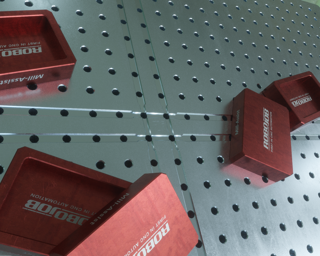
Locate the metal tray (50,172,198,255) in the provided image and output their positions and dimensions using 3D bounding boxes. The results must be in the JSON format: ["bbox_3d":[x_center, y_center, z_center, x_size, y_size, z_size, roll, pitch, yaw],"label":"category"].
[{"bbox_3d":[-0.026,0.114,0.299,0.131,0.030,0.090,-36,104,-39],"label":"metal tray"}]

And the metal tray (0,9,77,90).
[{"bbox_3d":[-0.178,-0.093,0.365,0.131,0.030,0.090,-18,72,-35],"label":"metal tray"}]

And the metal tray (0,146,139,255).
[{"bbox_3d":[-0.092,0.082,0.305,0.131,0.030,0.090,22,54,-15],"label":"metal tray"}]

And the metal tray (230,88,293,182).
[{"bbox_3d":[0.159,0.008,0.484,0.090,0.030,0.130,23,53,-14],"label":"metal tray"}]

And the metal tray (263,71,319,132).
[{"bbox_3d":[0.262,-0.053,0.576,0.131,0.030,0.090,-18,71,-35],"label":"metal tray"}]
